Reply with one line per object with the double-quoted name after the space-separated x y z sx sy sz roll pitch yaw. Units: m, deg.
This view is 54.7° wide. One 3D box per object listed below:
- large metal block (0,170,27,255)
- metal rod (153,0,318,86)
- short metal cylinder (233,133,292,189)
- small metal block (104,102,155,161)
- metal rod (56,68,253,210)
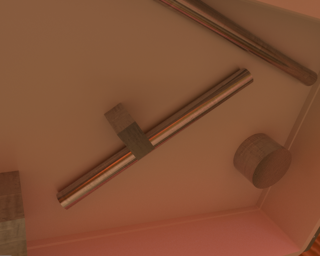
-0.178 0.106 0.342 0.050 0.080 0.079 -5 121 -26 "large metal block"
0.119 -0.111 0.406 0.302 0.025 0.025 15 110 -35 "metal rod"
0.173 0.055 0.524 0.081 0.050 0.079 -14 124 -21 "short metal cylinder"
-0.037 0.004 0.376 0.025 0.050 0.050 -37 130 -4 "small metal block"
-0.002 0.011 0.415 0.301 0.025 0.025 -34 129 -6 "metal rod"
